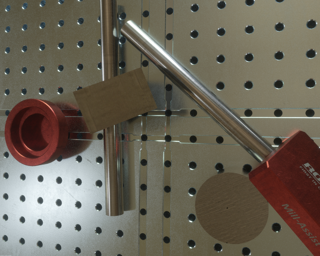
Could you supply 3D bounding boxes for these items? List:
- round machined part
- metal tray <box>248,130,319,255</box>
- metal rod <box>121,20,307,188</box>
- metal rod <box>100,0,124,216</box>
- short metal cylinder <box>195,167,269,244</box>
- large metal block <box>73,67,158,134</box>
[{"bbox_3d":[-0.178,0.006,0.465,0.098,0.042,0.097,0,90,19],"label":"round machined part"},{"bbox_3d":[0.164,0.074,0.319,0.130,0.091,0.030,51,139,12],"label":"metal tray"},{"bbox_3d":[0.058,-0.035,0.391,0.300,0.025,0.025,45,104,14],"label":"metal rod"},{"bbox_3d":[-0.068,-0.029,0.435,0.025,0.025,0.298,-2,89,19],"label":"metal rod"},{"bbox_3d":[0.087,0.089,0.368,0.080,0.050,0.079,0,90,19],"label":"short metal cylinder"},{"bbox_3d":[-0.057,-0.030,0.383,0.081,0.080,0.050,-22,94,-12],"label":"large metal block"}]
